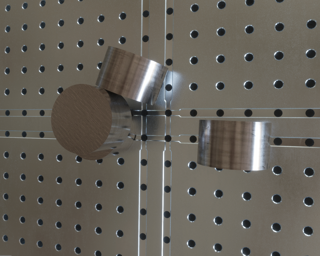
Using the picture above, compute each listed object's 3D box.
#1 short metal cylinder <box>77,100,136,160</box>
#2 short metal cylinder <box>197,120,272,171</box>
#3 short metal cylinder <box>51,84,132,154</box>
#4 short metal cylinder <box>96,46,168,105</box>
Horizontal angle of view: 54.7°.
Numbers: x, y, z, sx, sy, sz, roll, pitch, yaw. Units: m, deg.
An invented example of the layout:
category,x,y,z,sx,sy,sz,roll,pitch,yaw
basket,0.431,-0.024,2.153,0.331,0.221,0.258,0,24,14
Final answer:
category,x,y,z,sx,sy,sz,roll,pitch,yaw
short metal cylinder,-0.081,0.002,0.427,0.080,0.050,0.079,0,90,19
short metal cylinder,0.084,0.017,0.353,0.080,0.080,0.050,3,91,19
short metal cylinder,-0.081,-0.010,0.373,0.080,0.050,0.079,0,90,19
short metal cylinder,-0.035,-0.066,0.395,0.080,0.080,0.050,22,97,18
